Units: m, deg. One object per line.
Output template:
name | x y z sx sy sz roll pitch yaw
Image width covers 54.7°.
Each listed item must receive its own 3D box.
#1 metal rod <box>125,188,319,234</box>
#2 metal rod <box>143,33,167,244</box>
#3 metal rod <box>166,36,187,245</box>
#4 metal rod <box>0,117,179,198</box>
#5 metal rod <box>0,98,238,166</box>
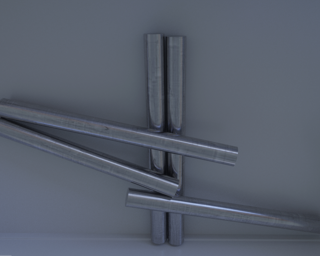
metal rod | 0.102 0.119 0.437 0.302 0.025 0.025 11 110 -11
metal rod | -0.004 0.028 0.418 0.025 0.025 0.298 -1 110 0
metal rod | 0.022 0.030 0.420 0.025 0.025 0.298 -1 110 0
metal rod | -0.120 0.029 0.405 0.302 0.025 0.025 20 109 -2
metal rod | -0.054 0.005 0.390 0.302 0.025 0.025 12 110 3
